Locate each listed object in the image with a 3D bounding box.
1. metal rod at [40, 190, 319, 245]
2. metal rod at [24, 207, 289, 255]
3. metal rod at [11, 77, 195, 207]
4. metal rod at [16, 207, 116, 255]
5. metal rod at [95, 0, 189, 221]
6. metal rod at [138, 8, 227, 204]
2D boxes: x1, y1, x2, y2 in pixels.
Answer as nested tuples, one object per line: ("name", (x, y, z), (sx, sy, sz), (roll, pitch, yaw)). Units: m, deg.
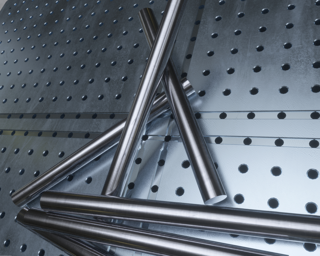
("metal rod", (0.003, 0.090, 0.328), (0.301, 0.025, 0.025), (1, 62, 20))
("metal rod", (-0.025, 0.119, 0.332), (0.300, 0.025, 0.025), (2, 63, 23))
("metal rod", (-0.083, 0.023, 0.439), (0.300, 0.025, 0.025), (-34, 51, 6))
("metal rod", (-0.066, 0.151, 0.351), (0.300, 0.025, 0.025), (13, 68, 33))
("metal rod", (-0.022, -0.029, 0.389), (0.025, 0.025, 0.299), (16, 85, 34))
("metal rod", (0.018, -0.049, 0.398), (0.025, 0.025, 0.299), (-25, 60, 13))
